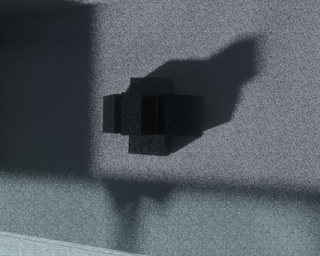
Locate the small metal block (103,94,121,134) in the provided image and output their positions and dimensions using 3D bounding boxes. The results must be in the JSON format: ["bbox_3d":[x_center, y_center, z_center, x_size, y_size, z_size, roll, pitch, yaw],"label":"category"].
[{"bbox_3d":[-0.057,-0.018,0.414,0.050,0.025,0.050,2,91,63],"label":"small metal block"}]

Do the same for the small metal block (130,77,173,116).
[{"bbox_3d":[-0.012,-0.040,0.412,0.050,0.025,0.050,3,91,19],"label":"small metal block"}]

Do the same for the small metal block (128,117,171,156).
[{"bbox_3d":[-0.013,0.010,0.413,0.050,0.025,0.050,3,91,20],"label":"small metal block"}]

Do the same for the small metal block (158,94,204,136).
[{"bbox_3d":[0.025,-0.016,0.387,0.050,0.025,0.050,1,91,-20],"label":"small metal block"}]

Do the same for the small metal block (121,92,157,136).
[{"bbox_3d":[-0.025,-0.016,0.377,0.025,0.050,0.050,1,90,19],"label":"small metal block"}]
